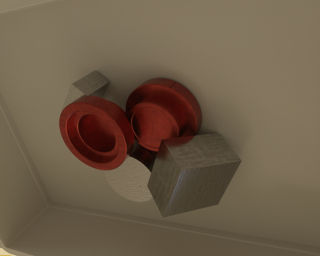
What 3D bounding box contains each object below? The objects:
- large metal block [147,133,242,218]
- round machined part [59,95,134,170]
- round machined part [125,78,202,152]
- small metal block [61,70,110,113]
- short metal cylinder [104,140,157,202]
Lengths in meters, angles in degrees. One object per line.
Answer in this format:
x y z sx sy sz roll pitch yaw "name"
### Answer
0.039 0.056 0.375 0.050 0.081 0.079 57 142 42 "large metal block"
-0.076 0.003 0.398 0.098 0.042 0.097 13 124 20 "round machined part"
-0.001 -0.009 0.387 0.098 0.042 0.097 13 124 20 "round machined part"
-0.099 -0.043 0.414 0.025 0.050 0.050 38 129 2 "small metal block"
-0.031 0.058 0.441 0.080 0.050 0.079 13 124 20 "short metal cylinder"
